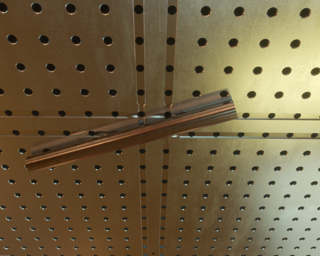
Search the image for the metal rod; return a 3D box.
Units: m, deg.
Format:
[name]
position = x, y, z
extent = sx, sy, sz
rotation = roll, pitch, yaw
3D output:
[metal rod]
position = -0.047, 0.015, 0.423
extent = 0.301, 0.025, 0.025
rotation = -15, 129, 12
